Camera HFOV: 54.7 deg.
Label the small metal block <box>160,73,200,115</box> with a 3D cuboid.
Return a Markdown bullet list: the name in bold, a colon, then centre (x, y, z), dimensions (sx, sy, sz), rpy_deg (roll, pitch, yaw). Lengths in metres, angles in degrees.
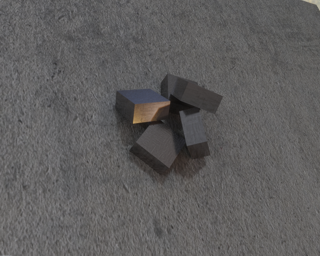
- **small metal block**: centre (0.029, -0.046, 0.451), dimensions (0.050, 0.025, 0.050), rpy_deg (13, 56, -22)

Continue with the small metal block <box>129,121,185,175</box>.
- **small metal block**: centre (-0.002, 0.022, 0.392), dimensions (0.050, 0.025, 0.050), rpy_deg (39, 51, -3)

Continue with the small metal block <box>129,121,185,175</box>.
- **small metal block**: centre (-0.002, 0.023, 0.392), dimensions (0.050, 0.025, 0.050), rpy_deg (38, 51, -2)

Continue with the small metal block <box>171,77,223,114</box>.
- **small metal block**: centre (0.047, -0.044, 0.410), dimensions (0.050, 0.025, 0.050), rpy_deg (20, 11, -17)

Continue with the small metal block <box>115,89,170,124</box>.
- **small metal block**: centre (-0.023, -0.029, 0.396), dimensions (0.050, 0.025, 0.050), rpy_deg (-8, 28, -32)

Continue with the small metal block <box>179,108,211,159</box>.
- **small metal block**: centre (0.047, 0.008, 0.408), dimensions (0.025, 0.050, 0.050), rpy_deg (-14, 63, 8)
